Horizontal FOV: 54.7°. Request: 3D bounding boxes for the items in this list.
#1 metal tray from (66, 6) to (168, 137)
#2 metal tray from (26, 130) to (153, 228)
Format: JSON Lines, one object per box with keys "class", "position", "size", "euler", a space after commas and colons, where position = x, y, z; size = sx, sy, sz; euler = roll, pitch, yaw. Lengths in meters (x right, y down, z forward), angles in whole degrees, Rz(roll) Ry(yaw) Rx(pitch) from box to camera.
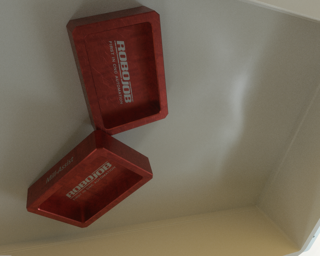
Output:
{"class": "metal tray", "position": [-0.042, -0.060, 0.346], "size": [0.091, 0.030, 0.129], "euler": [-19, 126, -18]}
{"class": "metal tray", "position": [-0.085, 0.068, 0.380], "size": [0.130, 0.030, 0.090], "euler": [-39, 132, 18]}
